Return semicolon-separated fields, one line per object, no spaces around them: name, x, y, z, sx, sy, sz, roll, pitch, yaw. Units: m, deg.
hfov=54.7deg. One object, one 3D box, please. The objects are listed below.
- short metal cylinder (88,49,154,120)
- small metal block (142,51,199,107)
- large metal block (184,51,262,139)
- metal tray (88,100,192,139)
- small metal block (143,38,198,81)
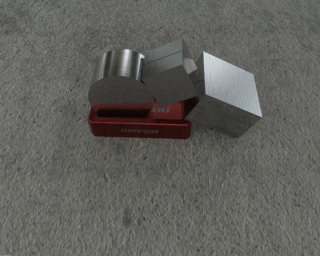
short metal cylinder;-0.047;-0.053;0.396;0.081;0.080;0.050;1;50;0
small metal block;0.013;-0.056;0.367;0.050;0.050;0.025;-16;45;21
large metal block;0.079;-0.042;0.406;0.080;0.050;0.080;20;48;-18
metal tray;-0.024;-0.030;0.426;0.131;0.030;0.090;2;50;1
small metal block;0.014;-0.076;0.384;0.050;0.050;0.025;-16;45;21
